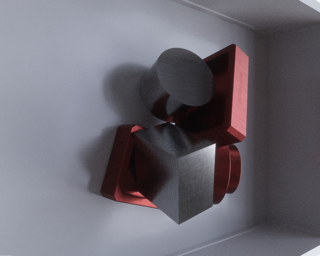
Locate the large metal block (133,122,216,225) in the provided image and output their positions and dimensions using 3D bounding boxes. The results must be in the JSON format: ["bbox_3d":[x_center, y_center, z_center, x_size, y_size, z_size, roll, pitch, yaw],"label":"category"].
[{"bbox_3d":[0.015,0.047,0.353,0.050,0.080,0.079,-18,117,-33],"label":"large metal block"}]

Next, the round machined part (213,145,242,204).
[{"bbox_3d":[0.077,0.054,0.419,0.042,0.098,0.097,5,86,-10],"label":"round machined part"}]

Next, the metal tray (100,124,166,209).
[{"bbox_3d":[-0.004,0.056,0.399,0.131,0.030,0.090,22,76,-38],"label":"metal tray"}]

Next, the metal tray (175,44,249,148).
[{"bbox_3d":[0.065,-0.036,0.399,0.030,0.090,0.130,32,54,-33],"label":"metal tray"}]

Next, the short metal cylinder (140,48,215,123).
[{"bbox_3d":[0.021,-0.053,0.389,0.081,0.050,0.080,12,63,-23],"label":"short metal cylinder"}]
